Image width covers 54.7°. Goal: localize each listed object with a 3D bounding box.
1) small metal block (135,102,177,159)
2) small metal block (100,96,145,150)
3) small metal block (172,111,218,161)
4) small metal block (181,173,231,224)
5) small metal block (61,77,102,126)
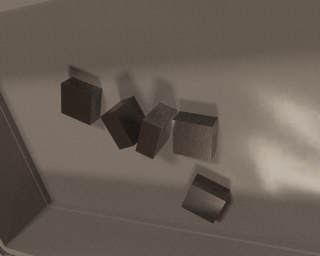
[{"bbox_3d":[-0.004,0.003,0.395,0.025,0.050,0.050,25,127,13],"label":"small metal block"},{"bbox_3d":[-0.044,-0.007,0.409,0.025,0.050,0.050,-17,110,34],"label":"small metal block"},{"bbox_3d":[0.044,0.010,0.391,0.050,0.025,0.050,11,123,22],"label":"small metal block"},{"bbox_3d":[0.064,0.099,0.435,0.050,0.025,0.050,26,127,11],"label":"small metal block"},{"bbox_3d":[-0.112,-0.038,0.442,0.050,0.025,0.050,23,127,14],"label":"small metal block"}]
